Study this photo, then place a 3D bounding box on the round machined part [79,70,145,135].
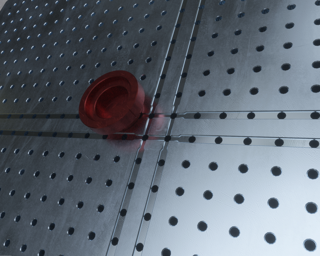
[{"bbox_3d":[-0.065,-0.033,0.453,0.098,0.042,0.098,-13,56,21],"label":"round machined part"}]
